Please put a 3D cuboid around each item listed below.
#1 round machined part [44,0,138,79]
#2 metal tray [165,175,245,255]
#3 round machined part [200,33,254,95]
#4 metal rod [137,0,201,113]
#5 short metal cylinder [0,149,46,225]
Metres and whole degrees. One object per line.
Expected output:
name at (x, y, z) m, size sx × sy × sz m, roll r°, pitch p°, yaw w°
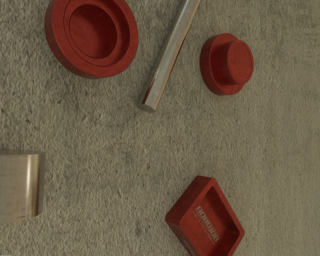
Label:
round machined part at (-0.075, -0.101, 0.332) m, size 0.099 × 0.042 × 0.097 m, roll 0°, pitch 90°, yaw -40°
metal tray at (0.072, 0.147, 0.464) m, size 0.090 × 0.030 × 0.130 m, roll -46°, pitch 118°, yaw -30°
round machined part at (0.112, -0.101, 0.490) m, size 0.099 × 0.042 × 0.097 m, roll 0°, pitch 90°, yaw -40°
metal rod at (0.035, -0.158, 0.435) m, size 0.025 × 0.025 × 0.299 m, roll 34°, pitch 69°, yaw -35°
short metal cylinder at (-0.138, 0.044, 0.254) m, size 0.081 × 0.080 × 0.050 m, roll 4°, pitch 88°, yaw -40°
